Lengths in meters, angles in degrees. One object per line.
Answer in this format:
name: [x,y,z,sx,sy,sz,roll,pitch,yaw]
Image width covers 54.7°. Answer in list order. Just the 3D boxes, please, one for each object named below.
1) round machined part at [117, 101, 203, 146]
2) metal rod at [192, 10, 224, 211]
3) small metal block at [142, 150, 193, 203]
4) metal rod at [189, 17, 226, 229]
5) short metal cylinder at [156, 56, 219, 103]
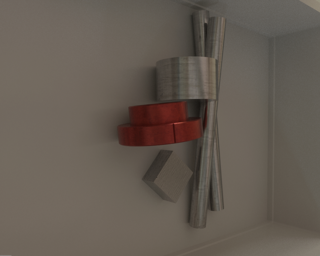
round machined part: [-0.001,-0.008,0.360,0.099,0.098,0.042,-10,97,-40]
metal rod: [0.074,-0.023,0.470,0.025,0.025,0.298,-9,96,-40]
small metal block: [0.011,0.065,0.418,0.050,0.025,0.050,49,61,-29]
metal rod: [0.068,-0.005,0.445,0.025,0.025,0.298,1,95,-40]
short metal cylinder: [0.035,-0.060,0.402,0.081,0.080,0.050,-2,92,-40]
